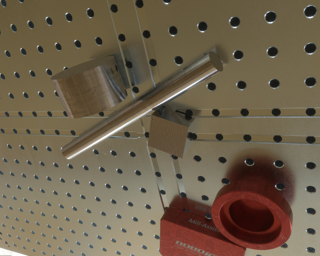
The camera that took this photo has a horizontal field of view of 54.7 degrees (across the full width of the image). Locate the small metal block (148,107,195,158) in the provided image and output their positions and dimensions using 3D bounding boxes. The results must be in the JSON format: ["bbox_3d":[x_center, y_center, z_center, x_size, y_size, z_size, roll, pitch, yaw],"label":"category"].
[{"bbox_3d":[0.014,0.005,0.406,0.050,0.025,0.050,19,126,16],"label":"small metal block"}]

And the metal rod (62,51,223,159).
[{"bbox_3d":[-0.045,-0.016,0.423,0.299,0.025,0.025,-28,103,37],"label":"metal rod"}]

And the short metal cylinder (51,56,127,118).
[{"bbox_3d":[-0.087,-0.053,0.387,0.080,0.080,0.050,-5,116,30],"label":"short metal cylinder"}]

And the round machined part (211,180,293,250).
[{"bbox_3d":[0.120,0.107,0.403,0.098,0.042,0.097,13,124,20],"label":"round machined part"}]

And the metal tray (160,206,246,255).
[{"bbox_3d":[0.065,0.183,0.486,0.130,0.030,0.089,14,124,20],"label":"metal tray"}]
